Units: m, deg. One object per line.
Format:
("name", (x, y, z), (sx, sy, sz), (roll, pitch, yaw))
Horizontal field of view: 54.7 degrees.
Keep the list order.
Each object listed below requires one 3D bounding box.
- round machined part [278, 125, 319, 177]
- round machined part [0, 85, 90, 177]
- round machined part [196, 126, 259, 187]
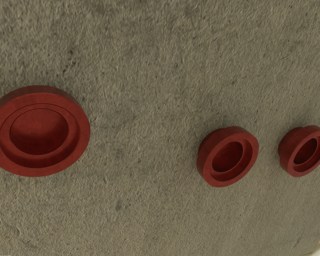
("round machined part", (0.253, 0.037, 0.557), (0.099, 0.042, 0.097), (-14, 124, -21))
("round machined part", (-0.127, 0.000, 0.326), (0.099, 0.042, 0.097), (-14, 124, -21))
("round machined part", (0.098, 0.039, 0.473), (0.099, 0.042, 0.097), (-14, 124, -21))
